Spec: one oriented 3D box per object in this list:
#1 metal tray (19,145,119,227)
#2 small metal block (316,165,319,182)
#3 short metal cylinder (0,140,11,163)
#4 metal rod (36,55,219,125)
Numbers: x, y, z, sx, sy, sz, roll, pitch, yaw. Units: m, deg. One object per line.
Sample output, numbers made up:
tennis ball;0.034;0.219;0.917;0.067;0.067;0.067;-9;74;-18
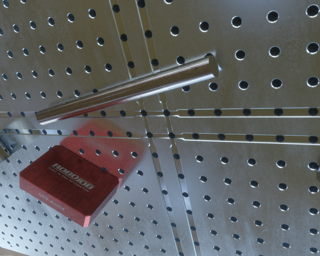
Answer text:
metal tray;-0.144;0.089;0.500;0.130;0.090;0.030;28;128;10
small metal block;0.209;0.055;0.335;0.050;0.025;0.050;47;129;-5
short metal cylinder;-0.332;0.054;0.584;0.080;0.080;0.050;-22;107;36
metal rod;-0.065;-0.042;0.419;0.300;0.025;0.025;-12;113;33
